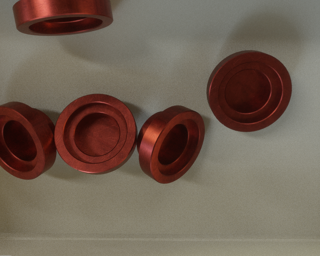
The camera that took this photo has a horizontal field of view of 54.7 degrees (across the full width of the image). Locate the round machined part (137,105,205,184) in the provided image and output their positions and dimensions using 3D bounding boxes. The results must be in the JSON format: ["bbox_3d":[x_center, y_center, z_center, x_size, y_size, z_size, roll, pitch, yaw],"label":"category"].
[{"bbox_3d":[0.010,0.017,0.390,0.099,0.042,0.097,-27,130,-37],"label":"round machined part"}]

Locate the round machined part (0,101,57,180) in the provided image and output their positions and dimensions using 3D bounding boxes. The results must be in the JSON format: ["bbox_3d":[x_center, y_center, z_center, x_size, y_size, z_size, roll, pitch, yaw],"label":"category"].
[{"bbox_3d":[-0.169,0.013,0.392,0.098,0.042,0.097,10,116,22],"label":"round machined part"}]

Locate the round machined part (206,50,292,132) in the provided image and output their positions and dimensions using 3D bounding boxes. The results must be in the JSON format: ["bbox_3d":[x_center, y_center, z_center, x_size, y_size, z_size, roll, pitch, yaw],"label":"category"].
[{"bbox_3d":[0.107,-0.047,0.386,0.099,0.042,0.097,0,110,-1],"label":"round machined part"}]

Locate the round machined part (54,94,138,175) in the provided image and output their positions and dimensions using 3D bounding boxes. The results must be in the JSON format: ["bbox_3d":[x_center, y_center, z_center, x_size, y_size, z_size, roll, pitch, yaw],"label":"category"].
[{"bbox_3d":[-0.077,0.010,0.389,0.099,0.042,0.098,0,75,0],"label":"round machined part"}]

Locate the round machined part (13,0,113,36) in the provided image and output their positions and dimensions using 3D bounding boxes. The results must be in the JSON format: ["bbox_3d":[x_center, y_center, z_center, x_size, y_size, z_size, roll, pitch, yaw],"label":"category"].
[{"bbox_3d":[-0.102,-0.128,0.325,0.099,0.098,0.042,-8,98,2],"label":"round machined part"}]
